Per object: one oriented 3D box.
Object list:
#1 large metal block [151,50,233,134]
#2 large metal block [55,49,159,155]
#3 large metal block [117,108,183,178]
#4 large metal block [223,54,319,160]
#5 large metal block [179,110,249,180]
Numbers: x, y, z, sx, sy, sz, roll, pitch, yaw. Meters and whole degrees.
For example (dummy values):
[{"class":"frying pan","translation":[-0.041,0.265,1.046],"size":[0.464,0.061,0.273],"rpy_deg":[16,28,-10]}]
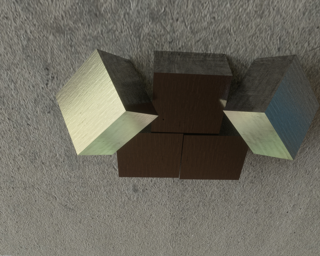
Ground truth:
[{"class":"large metal block","translation":[0.032,-0.041,0.358],"size":[0.081,0.050,0.079],"rpy_deg":[2,130,-2]},{"class":"large metal block","translation":[-0.061,-0.025,0.341],"size":[0.080,0.080,0.050],"rpy_deg":[-39,155,28]},{"class":"large metal block","translation":[-0.014,0.020,0.408],"size":[0.081,0.050,0.079],"rpy_deg":[1,130,-2]},{"class":"large metal block","translation":[0.127,-0.023,0.347],"size":[0.050,0.080,0.080],"rpy_deg":[8,147,51]},{"class":"large metal block","translation":[0.067,0.023,0.411],"size":[0.081,0.050,0.079],"rpy_deg":[1,130,-2]}]
